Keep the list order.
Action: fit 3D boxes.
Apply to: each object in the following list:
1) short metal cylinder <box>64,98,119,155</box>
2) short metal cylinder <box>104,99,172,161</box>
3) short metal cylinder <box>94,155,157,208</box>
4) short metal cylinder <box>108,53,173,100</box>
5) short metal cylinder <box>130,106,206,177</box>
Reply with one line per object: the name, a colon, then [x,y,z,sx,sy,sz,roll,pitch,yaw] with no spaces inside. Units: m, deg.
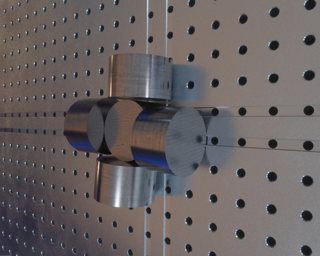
short metal cylinder: [-0.089,-0.003,0.447,0.050,0.081,0.079,2,92,39]
short metal cylinder: [-0.029,0.003,0.418,0.080,0.050,0.080,0,90,38]
short metal cylinder: [-0.045,0.068,0.409,0.080,0.081,0.050,8,95,39]
short metal cylinder: [-0.025,-0.062,0.394,0.080,0.081,0.050,4,92,40]
short metal cylinder: [0.012,0.014,0.364,0.050,0.081,0.079,5,93,39]
